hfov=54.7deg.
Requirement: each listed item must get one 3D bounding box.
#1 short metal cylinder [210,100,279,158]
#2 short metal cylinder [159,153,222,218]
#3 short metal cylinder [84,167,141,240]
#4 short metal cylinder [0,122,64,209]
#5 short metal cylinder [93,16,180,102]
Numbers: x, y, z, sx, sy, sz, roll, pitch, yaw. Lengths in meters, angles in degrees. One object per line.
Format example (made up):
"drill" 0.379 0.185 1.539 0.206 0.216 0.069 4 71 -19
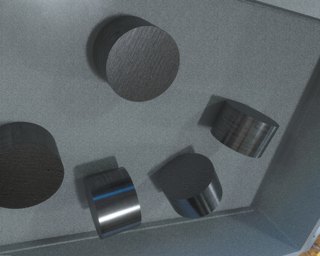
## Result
"short metal cylinder" 0.120 0.000 0.441 0.081 0.080 0.050 12 112 -34
"short metal cylinder" 0.046 0.083 0.452 0.080 0.080 0.050 -33 129 -7
"short metal cylinder" -0.062 0.095 0.399 0.050 0.080 0.079 -14 125 -21
"short metal cylinder" -0.150 0.040 0.336 0.081 0.050 0.079 -14 125 -21
"short metal cylinder" -0.026 -0.075 0.333 0.081 0.050 0.079 -14 125 -21
